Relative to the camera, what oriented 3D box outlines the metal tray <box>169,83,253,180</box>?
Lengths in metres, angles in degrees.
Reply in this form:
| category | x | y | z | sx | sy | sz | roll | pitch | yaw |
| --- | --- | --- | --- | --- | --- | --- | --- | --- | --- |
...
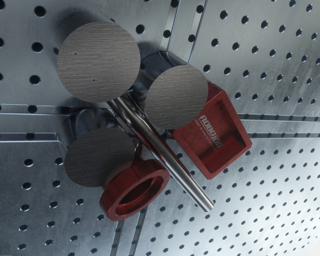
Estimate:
| category | x | y | z | sx | sy | sz | roll | pitch | yaw |
| --- | --- | --- | --- | --- | --- | --- | --- | --- | --- |
| metal tray | 0.074 | 0.009 | 0.453 | 0.090 | 0.030 | 0.130 | -39 | 130 | -1 |

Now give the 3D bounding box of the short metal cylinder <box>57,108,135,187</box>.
| category | x | y | z | sx | sy | sz | roll | pitch | yaw |
| --- | --- | --- | --- | --- | --- | --- | --- | --- | --- |
| short metal cylinder | -0.076 | 0.023 | 0.367 | 0.081 | 0.050 | 0.079 | -14 | 124 | -21 |

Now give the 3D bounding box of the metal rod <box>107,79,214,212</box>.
| category | x | y | z | sx | sy | sz | roll | pitch | yaw |
| --- | --- | --- | --- | --- | --- | --- | --- | --- | --- |
| metal rod | 0.011 | 0.043 | 0.444 | 0.025 | 0.025 | 0.300 | -39 | 129 | -2 |

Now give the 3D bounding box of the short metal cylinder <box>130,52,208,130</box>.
| category | x | y | z | sx | sy | sz | roll | pitch | yaw |
| --- | --- | --- | --- | --- | --- | --- | --- | --- | --- |
| short metal cylinder | 0.010 | -0.045 | 0.372 | 0.081 | 0.050 | 0.079 | -14 | 124 | -21 |

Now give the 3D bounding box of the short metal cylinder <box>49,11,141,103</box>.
| category | x | y | z | sx | sy | sz | roll | pitch | yaw |
| --- | --- | --- | --- | --- | --- | --- | --- | --- | --- |
| short metal cylinder | -0.067 | -0.072 | 0.314 | 0.081 | 0.050 | 0.079 | -14 | 124 | -21 |

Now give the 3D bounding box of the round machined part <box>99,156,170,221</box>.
| category | x | y | z | sx | sy | sz | roll | pitch | yaw |
| --- | --- | --- | --- | --- | --- | --- | --- | --- | --- |
| round machined part | -0.038 | 0.075 | 0.412 | 0.099 | 0.042 | 0.098 | -32 | 151 | -20 |
